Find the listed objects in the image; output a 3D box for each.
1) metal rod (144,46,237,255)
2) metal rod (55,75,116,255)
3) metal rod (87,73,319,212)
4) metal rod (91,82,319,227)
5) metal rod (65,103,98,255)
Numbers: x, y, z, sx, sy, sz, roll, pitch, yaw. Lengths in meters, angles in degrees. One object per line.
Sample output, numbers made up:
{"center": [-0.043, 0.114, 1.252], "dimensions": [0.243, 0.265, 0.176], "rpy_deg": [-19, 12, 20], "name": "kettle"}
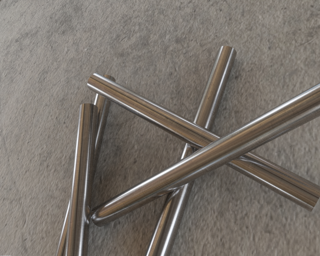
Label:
{"center": [0.039, 0.028, 0.365], "dimensions": [0.025, 0.025, 0.300], "rpy_deg": [9, 66, 31], "name": "metal rod"}
{"center": [-0.099, 0.054, 0.421], "dimensions": [0.025, 0.025, 0.299], "rpy_deg": [-7, 58, 24], "name": "metal rod"}
{"center": [0.027, 0.001, 0.352], "dimensions": [0.300, 0.025, 0.025], "rpy_deg": [29, 77, 28], "name": "metal rod"}
{"center": [0.040, 0.036, 0.313], "dimensions": [0.299, 0.025, 0.025], "rpy_deg": [-32, 50, 25], "name": "metal rod"}
{"center": [-0.095, 0.107, 0.365], "dimensions": [0.025, 0.025, 0.299], "rpy_deg": [-12, 63, 21], "name": "metal rod"}
